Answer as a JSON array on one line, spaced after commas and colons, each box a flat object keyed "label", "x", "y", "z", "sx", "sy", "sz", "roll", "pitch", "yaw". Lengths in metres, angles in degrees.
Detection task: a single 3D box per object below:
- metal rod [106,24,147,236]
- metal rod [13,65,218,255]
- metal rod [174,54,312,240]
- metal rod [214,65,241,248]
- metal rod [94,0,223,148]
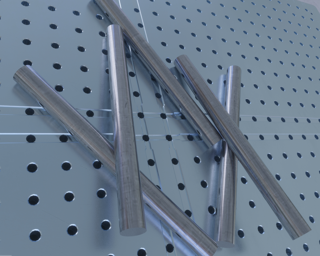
[{"label": "metal rod", "x": -0.046, "y": -0.023, "z": 0.375, "sx": 0.025, "sy": 0.025, "sz": 0.299, "roll": 8, "pitch": 51, "yaw": -24}, {"label": "metal rod", "x": -0.052, "y": 0.039, "z": 0.357, "sx": 0.300, "sy": 0.025, "sz": 0.025, "roll": 43, "pitch": 51, "yaw": 1}, {"label": "metal rod", "x": 0.100, "y": 0.009, "z": 0.428, "sx": 0.025, "sy": 0.025, "sz": 0.299, "roll": -11, "pitch": 58, "yaw": -33}, {"label": "metal rod", "x": 0.103, "y": 0.019, "z": 0.453, "sx": 0.025, "sy": 0.025, "sz": 0.300, "roll": 23, "pitch": 53, "yaw": -15}, {"label": "metal rod", "x": -0.009, "y": -0.097, "z": 0.463, "sx": 0.025, "sy": 0.025, "sz": 0.299, "roll": -30, "pitch": 78, "yaw": -38}]
